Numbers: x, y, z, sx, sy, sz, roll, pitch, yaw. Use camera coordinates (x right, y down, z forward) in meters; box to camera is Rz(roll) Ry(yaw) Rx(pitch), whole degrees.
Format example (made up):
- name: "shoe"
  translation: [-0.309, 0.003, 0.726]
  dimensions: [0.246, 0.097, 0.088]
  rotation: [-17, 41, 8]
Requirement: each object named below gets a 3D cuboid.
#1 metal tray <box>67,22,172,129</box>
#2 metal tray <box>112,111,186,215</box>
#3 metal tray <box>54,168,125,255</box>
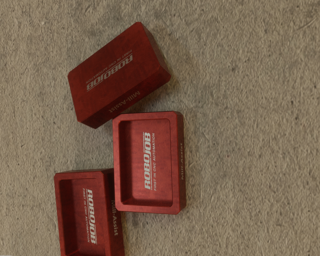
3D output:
- name: "metal tray"
  translation: [-0.058, -0.069, 0.410]
  dimensions: [0.130, 0.030, 0.090]
  rotation: [-31, 58, 17]
- name: "metal tray"
  translation: [-0.015, 0.044, 0.411]
  dimensions: [0.090, 0.030, 0.129]
  rotation: [-2, 89, 19]
- name: "metal tray"
  translation: [-0.100, 0.124, 0.435]
  dimensions: [0.090, 0.030, 0.129]
  rotation: [-7, 88, 27]
